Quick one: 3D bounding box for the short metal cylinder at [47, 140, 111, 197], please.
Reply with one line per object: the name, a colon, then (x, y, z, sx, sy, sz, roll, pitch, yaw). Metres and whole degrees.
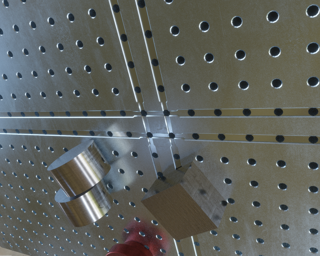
short metal cylinder: (-0.124, 0.061, 0.479, 0.080, 0.080, 0.050, -20, 108, 35)

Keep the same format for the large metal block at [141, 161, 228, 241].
large metal block: (0.035, 0.106, 0.442, 0.080, 0.050, 0.080, -34, 100, 38)

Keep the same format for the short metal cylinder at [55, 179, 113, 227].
short metal cylinder: (-0.125, 0.117, 0.514, 0.080, 0.080, 0.050, -10, 114, 32)

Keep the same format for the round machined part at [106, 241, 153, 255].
round machined part: (-0.051, 0.254, 0.584, 0.098, 0.042, 0.097, 13, 124, 21)
